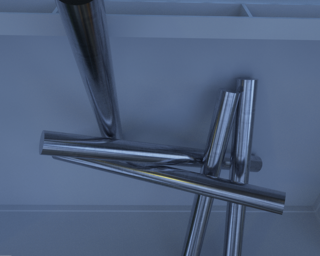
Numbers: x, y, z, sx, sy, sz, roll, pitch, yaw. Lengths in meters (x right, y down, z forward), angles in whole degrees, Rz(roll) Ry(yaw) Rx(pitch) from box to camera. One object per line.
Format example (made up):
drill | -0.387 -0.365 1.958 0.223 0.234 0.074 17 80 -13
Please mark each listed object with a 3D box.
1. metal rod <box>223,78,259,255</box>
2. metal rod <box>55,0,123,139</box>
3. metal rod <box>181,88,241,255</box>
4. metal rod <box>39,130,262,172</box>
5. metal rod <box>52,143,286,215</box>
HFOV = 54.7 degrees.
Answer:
metal rod | 0.101 0.085 0.404 0.025 0.025 0.298 0 106 -1
metal rod | -0.052 -0.021 0.295 0.025 0.025 0.299 3 160 -3
metal rod | 0.056 0.097 0.401 0.025 0.025 0.298 8 108 -7
metal rod | 0.012 0.034 0.384 0.302 0.025 0.025 8 132 -30
metal rod | -0.005 0.057 0.387 0.301 0.025 0.025 10 133 19
